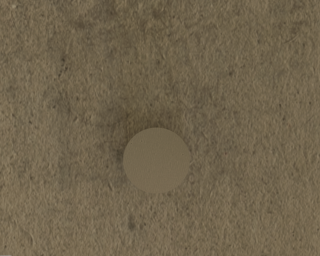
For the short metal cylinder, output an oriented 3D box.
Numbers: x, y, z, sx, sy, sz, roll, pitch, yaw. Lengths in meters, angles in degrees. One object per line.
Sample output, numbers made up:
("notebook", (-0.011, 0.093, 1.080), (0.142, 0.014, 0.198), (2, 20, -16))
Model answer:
("short metal cylinder", (-0.004, 0.039, 0.398), (0.081, 0.050, 0.079), (0, 90, -1))
